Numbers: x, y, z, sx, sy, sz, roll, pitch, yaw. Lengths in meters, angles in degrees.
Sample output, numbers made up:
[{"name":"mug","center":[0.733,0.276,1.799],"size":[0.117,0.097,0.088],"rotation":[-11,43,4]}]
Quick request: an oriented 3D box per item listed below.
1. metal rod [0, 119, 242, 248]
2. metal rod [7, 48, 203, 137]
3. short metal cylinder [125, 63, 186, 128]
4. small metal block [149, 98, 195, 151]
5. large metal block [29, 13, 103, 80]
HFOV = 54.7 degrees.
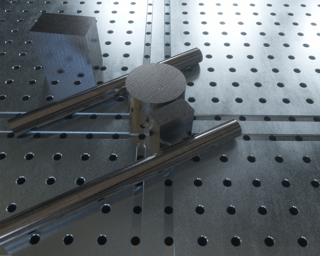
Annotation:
[{"name":"metal rod","center":[-0.033,0.054,0.361],"size":[0.302,0.025,0.025],"rotation":[-22,54,-18]},{"name":"metal rod","center":[-0.065,-0.060,0.456],"size":[0.302,0.025,0.025],"rotation":[-25,55,-20]},{"name":"short metal cylinder","center":[-0.006,-0.045,0.430],"size":[0.081,0.050,0.080],"rotation":[0,50,0]},{"name":"small metal block","center":[0.014,-0.004,0.395],"size":[0.050,0.050,0.025],"rotation":[-26,55,-20]},{"name":"large metal block","center":[-0.139,-0.124,0.474],"size":[0.080,0.080,0.050],"rotation":[6,51,5]}]
